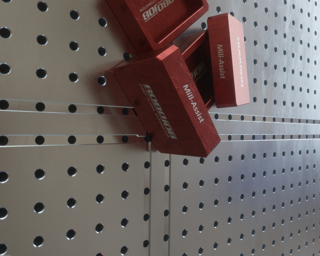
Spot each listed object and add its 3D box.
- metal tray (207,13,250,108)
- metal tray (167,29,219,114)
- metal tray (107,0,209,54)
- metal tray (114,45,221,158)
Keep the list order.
[{"bbox_3d":[0.106,-0.098,0.471,0.090,0.030,0.129,-15,100,-61],"label":"metal tray"},{"bbox_3d":[0.046,-0.068,0.442,0.130,0.030,0.090,-48,119,-29],"label":"metal tray"},{"bbox_3d":[0.002,-0.165,0.406,0.131,0.030,0.090,-47,118,-30],"label":"metal tray"},{"bbox_3d":[0.008,-0.027,0.372,0.030,0.090,0.130,-43,116,-31],"label":"metal tray"}]
